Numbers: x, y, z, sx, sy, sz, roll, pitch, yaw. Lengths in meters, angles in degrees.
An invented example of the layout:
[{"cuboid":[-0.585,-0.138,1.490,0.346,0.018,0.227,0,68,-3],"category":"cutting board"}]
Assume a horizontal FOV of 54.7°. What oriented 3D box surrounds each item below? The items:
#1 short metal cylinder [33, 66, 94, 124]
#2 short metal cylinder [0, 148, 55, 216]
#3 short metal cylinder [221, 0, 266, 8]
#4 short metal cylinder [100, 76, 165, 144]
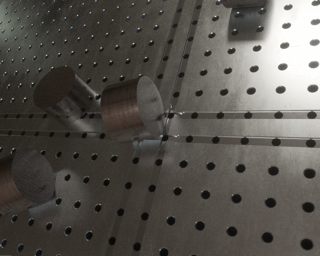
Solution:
[{"cuboid":[-0.156,-0.054,0.505,0.080,0.050,0.080,-13,56,20],"category":"short metal cylinder"},{"cuboid":[-0.192,0.074,0.426,0.050,0.080,0.080,-23,54,14],"category":"short metal cylinder"},{"cuboid":[0.121,-0.215,0.441,0.050,0.080,0.080,8,66,31],"category":"short metal cylinder"},{"cuboid":[-0.033,-0.023,0.403,0.050,0.080,0.080,-11,57,22],"category":"short metal cylinder"}]
